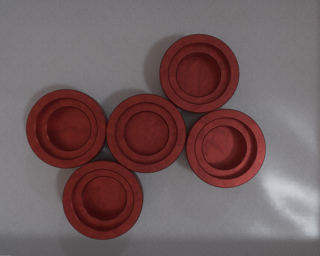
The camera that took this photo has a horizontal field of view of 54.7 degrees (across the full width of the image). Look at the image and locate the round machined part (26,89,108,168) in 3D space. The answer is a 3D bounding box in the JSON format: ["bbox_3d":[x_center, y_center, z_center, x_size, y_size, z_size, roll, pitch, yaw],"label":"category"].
[{"bbox_3d":[-0.115,0.001,0.400,0.099,0.042,0.097,0,90,0],"label":"round machined part"}]

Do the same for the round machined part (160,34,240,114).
[{"bbox_3d":[0.049,-0.067,0.401,0.099,0.042,0.097,0,90,0],"label":"round machined part"}]

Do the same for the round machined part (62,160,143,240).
[{"bbox_3d":[-0.070,0.088,0.399,0.099,0.042,0.097,0,90,0],"label":"round machined part"}]

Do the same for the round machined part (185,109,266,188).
[{"bbox_3d":[0.081,0.025,0.401,0.099,0.042,0.097,0,90,0],"label":"round machined part"}]

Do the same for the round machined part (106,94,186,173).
[{"bbox_3d":[-0.017,0.007,0.399,0.099,0.042,0.097,0,90,0],"label":"round machined part"}]
